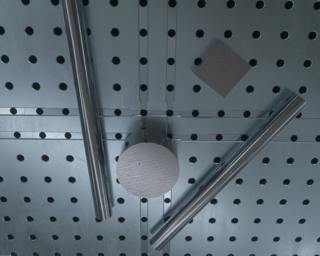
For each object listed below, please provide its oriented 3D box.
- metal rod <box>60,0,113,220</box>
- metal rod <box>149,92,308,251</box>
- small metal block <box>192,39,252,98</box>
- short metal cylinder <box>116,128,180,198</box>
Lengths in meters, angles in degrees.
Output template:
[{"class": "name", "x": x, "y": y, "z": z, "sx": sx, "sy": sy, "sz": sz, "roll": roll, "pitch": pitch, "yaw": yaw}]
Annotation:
[{"class": "metal rod", "x": -0.092, "y": -0.011, "z": 0.408, "sx": 0.025, "sy": 0.025, "sz": 0.298, "roll": -4, "pitch": 110, "yaw": 1}, {"class": "metal rod", "x": 0.087, "y": 0.070, "z": 0.439, "sx": 0.025, "sy": 0.025, "sz": 0.299, "roll": 37, "pitch": 106, "yaw": -13}, {"class": "small metal block", "x": 0.076, "y": -0.074, "z": 0.386, "sx": 0.050, "sy": 0.025, "sz": 0.050, "roll": 36, "pitch": 106, "yaw": -13}, {"class": "short metal cylinder", "x": -0.015, "y": 0.046, "z": 0.417, "sx": 0.081, "sy": 0.050, "sz": 0.079, "roll": 0, "pitch": 110, "yaw": 0}]
